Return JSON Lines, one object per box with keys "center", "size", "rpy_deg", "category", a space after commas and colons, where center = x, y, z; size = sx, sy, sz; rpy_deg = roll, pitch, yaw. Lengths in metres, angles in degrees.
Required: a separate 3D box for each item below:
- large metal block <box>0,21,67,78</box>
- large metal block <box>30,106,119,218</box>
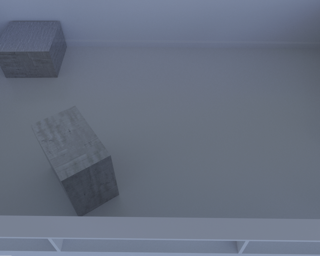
{"center": [-0.202, -0.125, 0.493], "size": [0.081, 0.050, 0.080], "rpy_deg": [-1, 50, -1], "category": "large metal block"}
{"center": [-0.090, 0.037, 0.338], "size": [0.050, 0.080, 0.080], "rpy_deg": [-28, 56, -21], "category": "large metal block"}
